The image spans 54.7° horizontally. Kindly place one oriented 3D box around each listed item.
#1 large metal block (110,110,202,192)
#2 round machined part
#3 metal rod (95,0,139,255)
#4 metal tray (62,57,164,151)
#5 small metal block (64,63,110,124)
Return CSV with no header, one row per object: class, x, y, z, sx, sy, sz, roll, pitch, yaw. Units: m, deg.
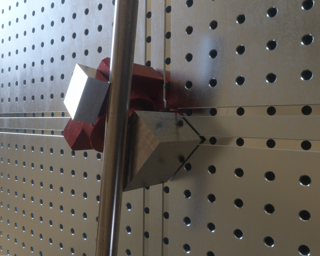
large metal block,-0.010,0.027,0.376,0.050,0.081,0.080,50,119,28
round machined part,-0.045,-0.001,0.402,0.042,0.099,0.097,50,119,28
metal rod,-0.049,0.011,0.343,0.025,0.025,0.298,9,96,39
metal tray,-0.063,-0.027,0.416,0.030,0.091,0.129,51,119,28
small metal block,-0.084,-0.039,0.349,0.050,0.025,0.050,45,117,51
